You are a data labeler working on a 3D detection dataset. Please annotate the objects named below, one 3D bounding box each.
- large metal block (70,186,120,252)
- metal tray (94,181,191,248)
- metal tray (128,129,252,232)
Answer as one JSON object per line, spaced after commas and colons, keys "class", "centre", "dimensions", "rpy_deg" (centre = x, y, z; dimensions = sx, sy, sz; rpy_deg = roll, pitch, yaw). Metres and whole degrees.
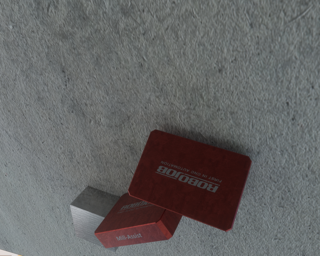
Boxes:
{"class": "large metal block", "centre": [-0.103, 0.158, 0.540], "dimensions": [0.080, 0.050, 0.079], "rpy_deg": [13, 124, 20]}
{"class": "metal tray", "centre": [-0.024, 0.125, 0.452], "dimensions": [0.130, 0.090, 0.030], "rpy_deg": [-23, 107, 36]}
{"class": "metal tray", "centre": [0.037, 0.063, 0.384], "dimensions": [0.130, 0.090, 0.030], "rpy_deg": [16, 165, 18]}
